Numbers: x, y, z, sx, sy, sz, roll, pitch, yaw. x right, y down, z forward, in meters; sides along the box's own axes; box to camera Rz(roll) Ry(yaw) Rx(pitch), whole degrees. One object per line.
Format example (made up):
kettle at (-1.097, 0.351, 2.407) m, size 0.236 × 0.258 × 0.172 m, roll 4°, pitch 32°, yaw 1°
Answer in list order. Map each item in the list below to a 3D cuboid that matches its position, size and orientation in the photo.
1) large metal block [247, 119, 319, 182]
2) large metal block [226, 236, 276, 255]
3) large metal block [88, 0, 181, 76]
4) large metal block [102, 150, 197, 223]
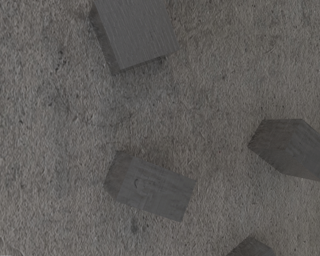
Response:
large metal block at (0.190, 0.031, 0.450) m, size 0.080 × 0.080 × 0.050 m, roll 36°, pitch 79°, yaw -17°
large metal block at (0.132, 0.219, 0.445) m, size 0.080 × 0.050 × 0.080 m, roll -33°, pitch 101°, yaw -17°
large metal block at (-0.032, -0.118, 0.383) m, size 0.081 × 0.050 × 0.080 m, roll -23°, pitch 98°, yaw -19°
large metal block at (-0.016, 0.068, 0.374) m, size 0.080 × 0.080 × 0.050 m, roll 24°, pitch 82°, yaw -19°
